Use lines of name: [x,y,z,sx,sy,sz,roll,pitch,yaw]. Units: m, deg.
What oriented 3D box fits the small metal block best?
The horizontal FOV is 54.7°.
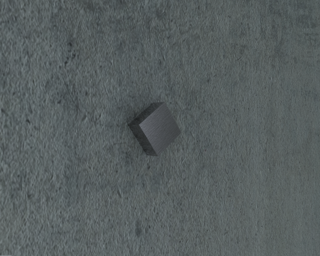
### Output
small metal block: [-0.006,0.001,0.403,0.050,0.025,0.050,-44,117,-31]
